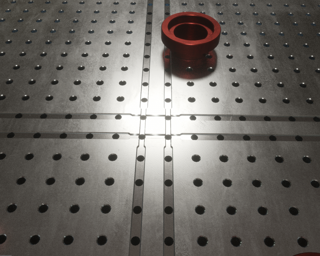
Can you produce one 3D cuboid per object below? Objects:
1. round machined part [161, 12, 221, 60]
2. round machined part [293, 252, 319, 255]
[{"bbox_3d":[0.051,-0.153,0.526,0.099,0.042,0.098,0,50,0],"label":"round machined part"},{"bbox_3d":[0.145,0.157,0.267,0.099,0.042,0.098,0,50,0],"label":"round machined part"}]
